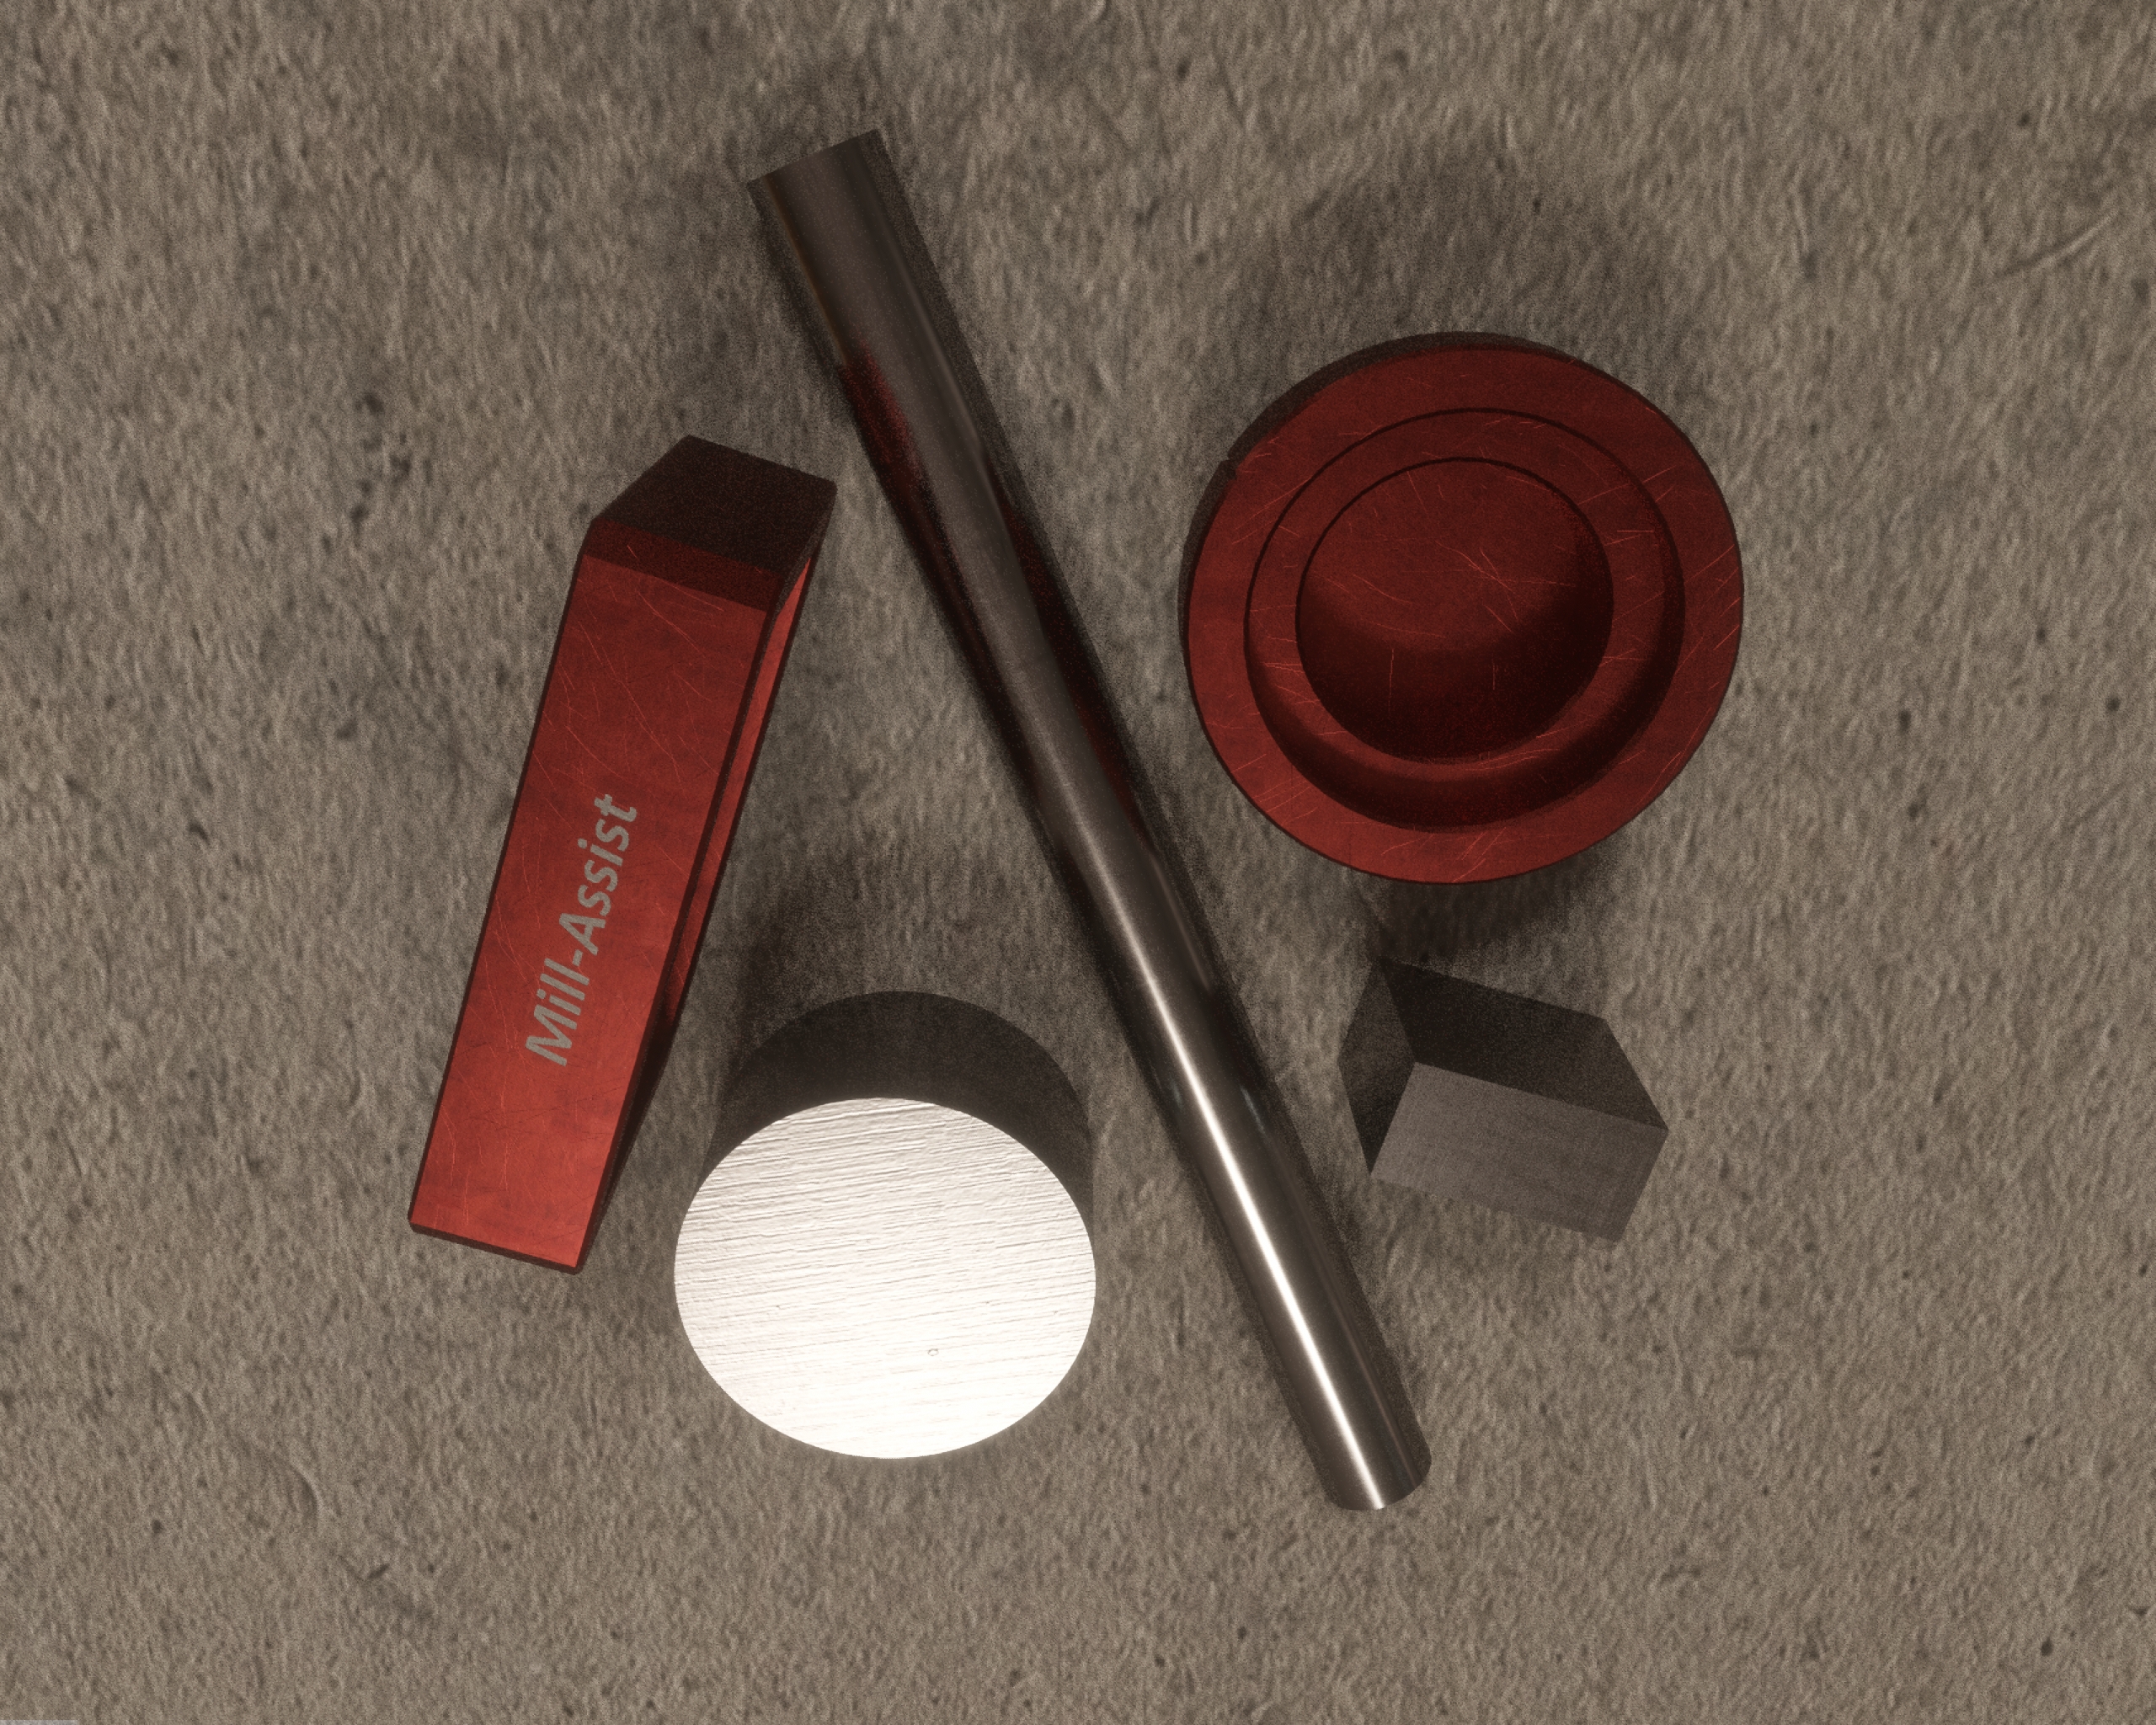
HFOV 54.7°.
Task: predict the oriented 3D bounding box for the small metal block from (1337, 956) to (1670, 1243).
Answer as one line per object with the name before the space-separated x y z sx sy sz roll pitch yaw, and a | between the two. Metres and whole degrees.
small metal block | 0.082 0.046 0.413 0.050 0.050 0.025 16 109 -6

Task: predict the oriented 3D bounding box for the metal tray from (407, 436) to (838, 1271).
metal tray | -0.080 -0.004 0.374 0.030 0.090 0.129 17 109 -7

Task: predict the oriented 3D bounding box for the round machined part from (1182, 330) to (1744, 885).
round machined part | 0.067 -0.048 0.385 0.099 0.042 0.097 0 110 -1

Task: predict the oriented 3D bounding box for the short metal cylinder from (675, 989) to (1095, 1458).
short metal cylinder | -0.037 0.072 0.424 0.081 0.050 0.079 0 110 -1

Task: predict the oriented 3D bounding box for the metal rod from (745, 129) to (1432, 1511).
metal rod | 0.010 0.006 0.414 0.025 0.025 0.299 -21 109 7
